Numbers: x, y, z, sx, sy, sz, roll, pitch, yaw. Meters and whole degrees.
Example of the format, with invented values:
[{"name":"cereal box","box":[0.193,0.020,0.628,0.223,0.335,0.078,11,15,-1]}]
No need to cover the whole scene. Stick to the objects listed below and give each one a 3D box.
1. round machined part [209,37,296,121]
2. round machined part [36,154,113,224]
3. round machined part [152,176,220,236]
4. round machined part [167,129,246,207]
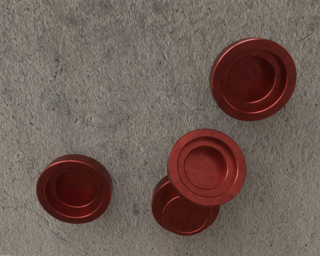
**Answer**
[{"name":"round machined part","box":[0.109,-0.061,0.379,0.099,0.042,0.097,0,110,0]},{"name":"round machined part","box":[-0.114,0.080,0.429,0.099,0.042,0.097,0,110,0]},{"name":"round machined part","box":[0.037,0.114,0.443,0.099,0.042,0.097,0,110,0]},{"name":"round machined part","box":[0.058,0.053,0.404,0.099,0.042,0.098,2,73,-5]}]
